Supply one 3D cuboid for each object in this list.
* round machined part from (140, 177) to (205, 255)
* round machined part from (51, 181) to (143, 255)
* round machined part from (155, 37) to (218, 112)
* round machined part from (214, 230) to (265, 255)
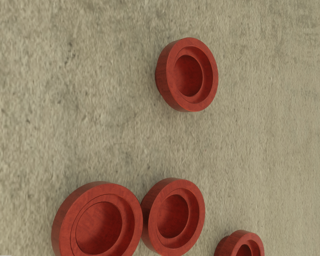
[{"bbox_3d":[0.011,0.113,0.405,0.099,0.042,0.097,0,90,-40],"label":"round machined part"},{"bbox_3d":[-0.070,0.107,0.337,0.099,0.042,0.097,0,90,-40],"label":"round machined part"},{"bbox_3d":[0.032,-0.070,0.422,0.099,0.042,0.097,0,90,-40],"label":"round machined part"},{"bbox_3d":[0.124,0.214,0.501,0.099,0.042,0.097,0,90,-40],"label":"round machined part"}]
